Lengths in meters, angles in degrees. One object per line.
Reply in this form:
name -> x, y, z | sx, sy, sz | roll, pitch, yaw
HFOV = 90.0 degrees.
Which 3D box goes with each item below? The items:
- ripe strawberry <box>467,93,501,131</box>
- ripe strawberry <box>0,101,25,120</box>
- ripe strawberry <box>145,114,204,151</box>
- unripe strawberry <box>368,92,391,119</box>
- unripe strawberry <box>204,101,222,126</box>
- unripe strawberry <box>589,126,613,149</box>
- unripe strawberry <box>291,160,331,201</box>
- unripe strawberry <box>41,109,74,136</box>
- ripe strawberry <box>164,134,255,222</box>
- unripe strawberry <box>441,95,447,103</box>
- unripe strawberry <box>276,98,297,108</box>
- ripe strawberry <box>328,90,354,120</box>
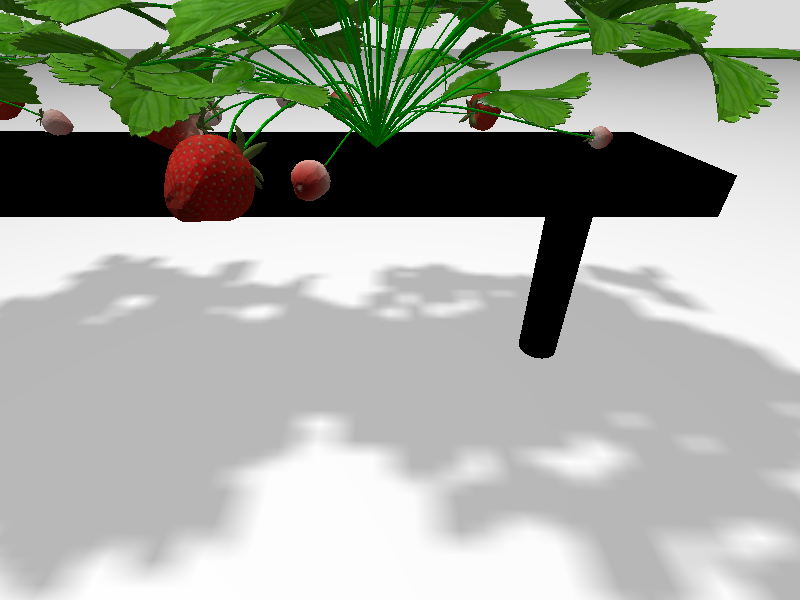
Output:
ripe strawberry -> 0.085, -0.185, 0.392 | 0.036, 0.035, 0.033 | -22, 39, -31
ripe strawberry -> -0.428, -0.213, 0.431 | 0.039, 0.035, 0.036 | 10, 34, 15
ripe strawberry -> -0.170, -0.130, 0.301 | 0.041, 0.040, 0.045 | -6, 34, -8
unripe strawberry -> -0.024, -0.210, 0.432 | 0.031, 0.028, 0.028 | -1, 33, -2
unripe strawberry -> -0.191, -0.184, 0.397 | 0.026, 0.025, 0.028 | -11, 24, 34
unripe strawberry -> 0.165, -0.133, 0.328 | 0.017, 0.017, 0.016 | 1, 33, 0
unripe strawberry -> -0.050, -0.065, 0.221 | 0.021, 0.022, 0.023 | 7, 35, 11
unripe strawberry -> -0.317, -0.164, 0.371 | 0.022, 0.022, 0.021 | 17, 25, -29
ripe strawberry -> -0.092, -0.054, 0.189 | 0.040, 0.042, 0.044 | 14, 49, 20
unripe strawberry -> 0.053, -0.235, 0.468 | 0.009, 0.010, 0.010 | 13, 36, 19
unripe strawberry -> -0.143, -0.253, 0.501 | 0.027, 0.023, 0.027 | -18, 37, -25
ripe strawberry -> -0.066, -0.214, 0.440 | 0.028, 0.030, 0.031 | -11, 34, -16
